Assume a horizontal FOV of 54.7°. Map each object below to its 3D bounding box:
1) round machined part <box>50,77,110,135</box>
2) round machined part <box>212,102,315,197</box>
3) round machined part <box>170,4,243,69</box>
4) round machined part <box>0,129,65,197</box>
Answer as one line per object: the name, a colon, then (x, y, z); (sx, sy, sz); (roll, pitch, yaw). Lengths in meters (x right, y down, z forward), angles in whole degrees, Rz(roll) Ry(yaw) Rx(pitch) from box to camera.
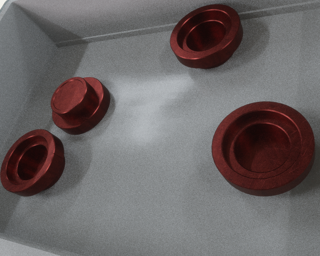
round machined part: (-0.132, -0.042, 0.490); (0.098, 0.042, 0.098); (-13, 56, 21)
round machined part: (0.107, 0.024, 0.323); (0.098, 0.042, 0.098); (-13, 56, 21)
round machined part: (0.067, -0.122, 0.435); (0.098, 0.042, 0.098); (-13, 56, 21)
round machined part: (-0.181, 0.054, 0.457); (0.098, 0.042, 0.098); (-13, 56, 21)
